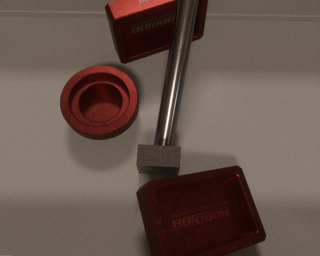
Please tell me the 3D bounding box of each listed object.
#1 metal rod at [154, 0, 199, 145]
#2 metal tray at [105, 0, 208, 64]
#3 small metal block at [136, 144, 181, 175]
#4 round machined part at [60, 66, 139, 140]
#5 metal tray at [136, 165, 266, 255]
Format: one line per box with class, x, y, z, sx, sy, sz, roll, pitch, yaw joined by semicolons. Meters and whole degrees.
metal rod;0.028;-0.118;0.378;0.025;0.025;0.298;10;99;3
metal tray;-0.002;-0.145;0.426;0.131;0.090;0.030;-20;66;-8
small metal block;-0.001;0.040;0.382;0.050;0.050;0.025;3;71;1
round machined part;-0.077;-0.030;0.411;0.099;0.042;0.098;0;70;-1
metal tray;0.047;0.096;0.344;0.131;0.030;0.090;-5;68;-29
